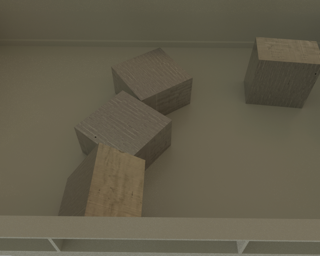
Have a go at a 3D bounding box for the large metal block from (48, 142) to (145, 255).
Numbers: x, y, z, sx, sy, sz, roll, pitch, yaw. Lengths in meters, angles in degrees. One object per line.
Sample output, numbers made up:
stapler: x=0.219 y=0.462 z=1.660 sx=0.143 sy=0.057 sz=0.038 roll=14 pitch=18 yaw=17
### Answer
large metal block: x=-0.059 y=0.074 z=0.297 sx=0.050 sy=0.080 sz=0.080 roll=25 pitch=45 yaw=-24

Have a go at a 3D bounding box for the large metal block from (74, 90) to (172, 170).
large metal block: x=-0.042 y=0.011 z=0.379 sx=0.080 sy=0.050 sz=0.080 roll=32 pitch=57 yaw=24

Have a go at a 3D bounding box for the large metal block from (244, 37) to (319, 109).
large metal block: x=0.168 y=-0.076 z=0.434 sx=0.080 sy=0.080 sz=0.050 roll=5 pitch=50 yaw=4

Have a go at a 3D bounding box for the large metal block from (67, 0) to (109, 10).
large metal block: x=-0.157 y=-0.293 z=0.637 sx=0.081 sy=0.050 sz=0.080 roll=-15 pitch=52 yaw=-12

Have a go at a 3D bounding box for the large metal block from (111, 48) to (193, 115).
large metal block: x=-0.012 y=-0.060 z=0.439 sx=0.081 sy=0.050 sz=0.080 roll=-27 pitch=55 yaw=-21
